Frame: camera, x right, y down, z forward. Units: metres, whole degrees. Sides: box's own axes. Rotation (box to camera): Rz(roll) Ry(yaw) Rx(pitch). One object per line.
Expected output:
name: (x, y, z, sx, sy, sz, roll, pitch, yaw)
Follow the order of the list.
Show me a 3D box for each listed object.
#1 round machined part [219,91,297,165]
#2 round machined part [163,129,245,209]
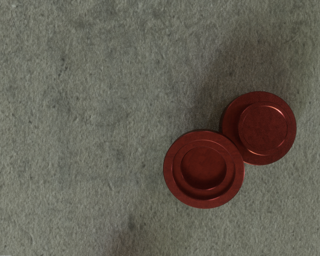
round machined part: (0.130, 0.000, 0.403, 0.099, 0.042, 0.097, 0, 90, -1)
round machined part: (0.056, 0.049, 0.396, 0.098, 0.042, 0.097, 1, 98, 9)
